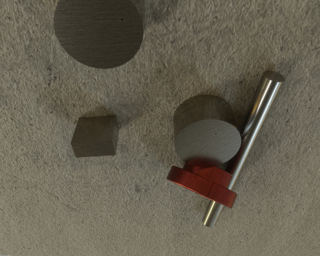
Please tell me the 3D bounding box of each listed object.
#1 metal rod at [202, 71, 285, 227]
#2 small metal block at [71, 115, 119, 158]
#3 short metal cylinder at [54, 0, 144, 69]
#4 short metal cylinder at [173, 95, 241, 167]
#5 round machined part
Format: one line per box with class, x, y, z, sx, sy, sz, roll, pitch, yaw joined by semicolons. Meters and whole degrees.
metal rod;0.109;0.053;0.452;0.025;0.025;0.298;6;130;-6
small metal block;-0.081;0.010;0.398;0.050;0.050;0.025;-4;130;3
short metal cylinder;-0.055;-0.105;0.301;0.081;0.050;0.079;0;130;0
short metal cylinder;0.058;0.004;0.395;0.081;0.050;0.079;0;130;0
round machined part;0.062;0.073;0.436;0.098;0.098;0.042;28;81;-22
